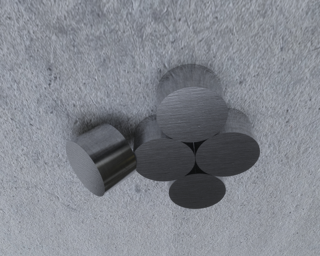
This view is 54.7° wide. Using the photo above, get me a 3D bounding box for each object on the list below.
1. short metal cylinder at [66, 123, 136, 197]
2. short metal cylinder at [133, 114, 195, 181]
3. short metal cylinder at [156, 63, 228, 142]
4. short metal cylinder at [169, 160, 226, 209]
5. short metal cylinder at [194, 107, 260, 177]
[{"bbox_3d":[-0.076,0.040,0.399,0.080,0.050,0.079,31,138,33],"label":"short metal cylinder"},{"bbox_3d":[0.005,0.026,0.415,0.081,0.050,0.079,0,130,0],"label":"short metal cylinder"},{"bbox_3d":[0.036,-0.029,0.368,0.081,0.050,0.079,0,130,0],"label":"short metal cylinder"},{"bbox_3d":[0.053,0.075,0.456,0.081,0.050,0.079,0,130,0],"label":"short metal cylinder"},{"bbox_3d":[0.085,0.019,0.409,0.081,0.050,0.079,0,130,0],"label":"short metal cylinder"}]
